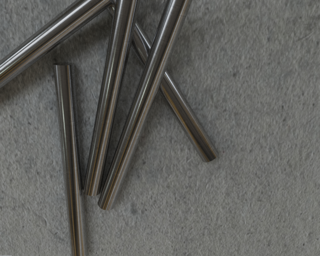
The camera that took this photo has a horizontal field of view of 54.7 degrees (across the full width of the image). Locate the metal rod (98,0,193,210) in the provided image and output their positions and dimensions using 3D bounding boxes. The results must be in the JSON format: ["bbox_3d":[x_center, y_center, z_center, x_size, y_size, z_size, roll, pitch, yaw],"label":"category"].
[{"bbox_3d":[-0.028,-0.013,0.384,0.025,0.025,0.298,19,116,-7],"label":"metal rod"}]

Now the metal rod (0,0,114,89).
[{"bbox_3d":[-0.181,-0.069,0.368,0.300,0.025,0.025,-31,108,15],"label":"metal rod"}]

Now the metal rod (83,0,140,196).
[{"bbox_3d":[-0.061,-0.040,0.376,0.025,0.025,0.298,13,116,-5],"label":"metal rod"}]

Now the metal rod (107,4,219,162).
[{"bbox_3d":[-0.009,-0.080,0.380,0.025,0.025,0.299,-30,108,10],"label":"metal rod"}]

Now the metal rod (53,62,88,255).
[{"bbox_3d":[-0.121,0.061,0.430,0.025,0.025,0.298,1,110,-1],"label":"metal rod"}]
